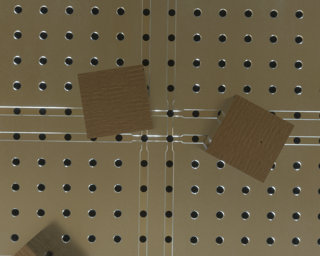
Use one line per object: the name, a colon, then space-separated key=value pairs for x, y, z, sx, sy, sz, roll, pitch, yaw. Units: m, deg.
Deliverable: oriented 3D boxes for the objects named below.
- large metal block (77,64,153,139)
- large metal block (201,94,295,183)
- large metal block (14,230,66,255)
large metal block: x=-0.054 y=-0.032 z=0.401 sx=0.080 sy=0.050 sz=0.080 roll=-9 pitch=90 yaw=0
large metal block: x=0.110 y=0.013 z=0.402 sx=0.080 sy=0.050 sz=0.080 roll=29 pitch=90 yaw=0
large metal block: x=-0.164 y=0.197 z=0.400 sx=0.080 sy=0.050 sz=0.080 roll=-44 pitch=90 yaw=0
